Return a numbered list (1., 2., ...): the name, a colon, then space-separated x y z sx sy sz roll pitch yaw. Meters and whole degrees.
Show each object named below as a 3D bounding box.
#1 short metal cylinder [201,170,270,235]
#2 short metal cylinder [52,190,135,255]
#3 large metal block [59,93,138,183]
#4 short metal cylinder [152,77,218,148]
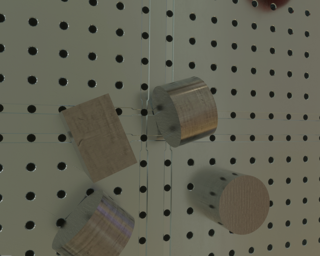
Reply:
1. short metal cylinder: 0.106 0.103 0.438 0.081 0.050 0.079 0 90 -20
2. short metal cylinder: -0.076 0.118 0.356 0.050 0.080 0.080 45 76 -15
3. large metal block: -0.074 0.010 0.356 0.050 0.080 0.080 -24 98 -18
4. short metal cylinder: 0.030 -0.021 0.394 0.050 0.080 0.080 -18 96 -19
